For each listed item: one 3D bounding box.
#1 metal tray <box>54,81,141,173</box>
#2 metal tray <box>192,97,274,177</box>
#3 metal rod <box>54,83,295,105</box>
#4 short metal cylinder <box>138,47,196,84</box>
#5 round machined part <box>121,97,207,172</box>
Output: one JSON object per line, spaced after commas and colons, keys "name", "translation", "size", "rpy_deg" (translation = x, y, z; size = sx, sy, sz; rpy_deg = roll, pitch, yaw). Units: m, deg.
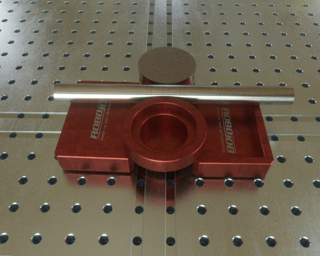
{"name": "metal tray", "translation": [-0.073, -0.007, 0.403], "size": [0.091, 0.030, 0.130], "rpy_deg": [2, 50, 2]}
{"name": "metal tray", "translation": [0.085, 0.000, 0.400], "size": [0.091, 0.030, 0.130], "rpy_deg": [1, 50, 0]}
{"name": "metal rod", "translation": [0.018, -0.044, 0.400], "size": [0.302, 0.025, 0.025], "rpy_deg": [1, 50, 0]}
{"name": "short metal cylinder", "translation": [0.010, -0.073, 0.447], "size": [0.081, 0.050, 0.080], "rpy_deg": [0, 50, 0]}
{"name": "round machined part", "translation": [0.005, 0.011, 0.370], "size": [0.099, 0.042, 0.098], "rpy_deg": [0, 50, 0]}
